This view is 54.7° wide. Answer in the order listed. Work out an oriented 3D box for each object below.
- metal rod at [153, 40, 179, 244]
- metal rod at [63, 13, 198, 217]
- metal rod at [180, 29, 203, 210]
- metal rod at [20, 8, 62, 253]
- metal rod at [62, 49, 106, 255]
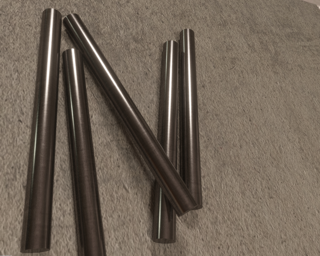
[{"bbox_3d":[0.011,-0.004,0.413,0.025,0.025,0.300,16,55,-20],"label":"metal rod"},{"bbox_3d":[-0.046,-0.030,0.380,0.025,0.025,0.299,-18,66,-35],"label":"metal rod"},{"bbox_3d":[0.042,-0.033,0.448,0.025,0.025,0.299,15,55,-20],"label":"metal rod"},{"bbox_3d":[-0.128,-0.021,0.347,0.025,0.025,0.299,7,59,-25],"label":"metal rod"},{"bbox_3d":[-0.083,0.038,0.336,0.025,0.025,0.299,2,61,-28],"label":"metal rod"}]
